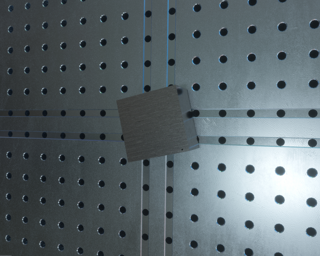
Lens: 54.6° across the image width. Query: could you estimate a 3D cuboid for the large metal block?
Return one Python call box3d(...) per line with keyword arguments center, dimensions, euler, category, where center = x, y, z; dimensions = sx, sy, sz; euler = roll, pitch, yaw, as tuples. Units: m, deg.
box3d(center=(-0.002, -0.004, 0.399), dimensions=(0.080, 0.050, 0.080), euler=(-13, 86, 19), category="large metal block")
